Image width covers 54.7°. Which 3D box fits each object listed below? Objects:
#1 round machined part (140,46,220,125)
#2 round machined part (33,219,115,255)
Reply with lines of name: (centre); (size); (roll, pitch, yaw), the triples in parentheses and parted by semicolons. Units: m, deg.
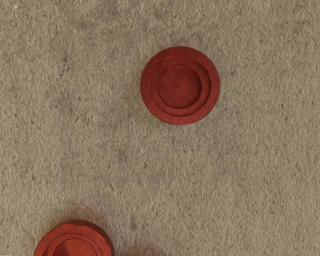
round machined part: (0.025, -0.052, 0.401); (0.099, 0.042, 0.097); (0, 90, 0)
round machined part: (-0.107, 0.167, 0.401); (0.099, 0.042, 0.097); (0, 90, 0)
